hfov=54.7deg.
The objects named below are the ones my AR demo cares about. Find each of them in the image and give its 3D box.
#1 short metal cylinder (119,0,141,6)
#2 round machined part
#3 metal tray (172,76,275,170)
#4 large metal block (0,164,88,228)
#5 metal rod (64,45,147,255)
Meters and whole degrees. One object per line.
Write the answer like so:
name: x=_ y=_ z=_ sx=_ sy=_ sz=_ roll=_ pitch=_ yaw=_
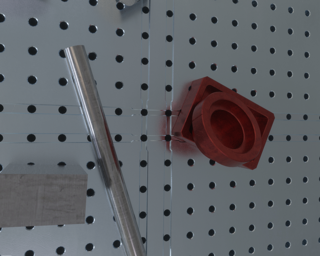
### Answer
short metal cylinder: x=-0.033 y=-0.196 z=0.371 sx=0.050 sy=0.080 sz=0.080 roll=-37 pitch=102 yaw=-16
round machined part: x=0.082 y=0.005 z=0.406 sx=0.099 sy=0.042 sz=0.098 roll=16 pitch=58 yaw=-26
metal tray: x=0.094 y=-0.005 z=0.444 sx=0.131 sy=0.030 sz=0.090 roll=25 pitch=82 yaw=-18
large metal block: x=-0.126 y=0.069 z=0.337 sx=0.081 sy=0.080 sz=0.050 roll=4 pitch=89 yaw=-20
metal rod: x=-0.064 y=0.047 z=0.389 sx=0.025 sy=0.025 sz=0.298 roll=-18 pitch=96 yaw=-19
